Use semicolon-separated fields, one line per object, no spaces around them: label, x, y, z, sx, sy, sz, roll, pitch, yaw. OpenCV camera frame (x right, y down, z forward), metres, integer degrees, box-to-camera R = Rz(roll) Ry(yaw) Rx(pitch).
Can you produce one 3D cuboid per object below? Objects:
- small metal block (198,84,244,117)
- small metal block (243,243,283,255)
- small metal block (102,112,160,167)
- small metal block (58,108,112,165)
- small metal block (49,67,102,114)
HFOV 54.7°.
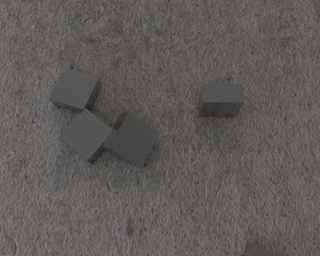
small metal block;0.079;-0.035;0.408;0.050;0.050;0.025;0;70;0
small metal block;0.118;0.164;0.349;0.050;0.025;0.050;21;71;7
small metal block;-0.036;0.015;0.390;0.050;0.025;0.050;34;70;-23
small metal block;-0.093;0.011;0.403;0.050;0.025;0.050;37;74;12
small metal block;-0.115;-0.049;0.425;0.050;0.025;0.050;18;71;6
